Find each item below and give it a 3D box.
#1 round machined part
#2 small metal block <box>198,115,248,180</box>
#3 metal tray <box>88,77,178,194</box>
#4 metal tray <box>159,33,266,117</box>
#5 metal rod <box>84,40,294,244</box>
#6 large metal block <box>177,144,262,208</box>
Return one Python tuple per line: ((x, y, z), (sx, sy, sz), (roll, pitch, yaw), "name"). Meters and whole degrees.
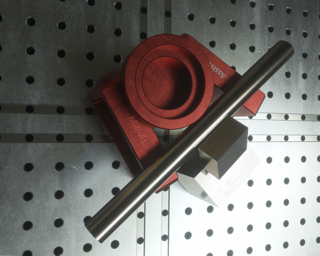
((0.005, -0.047, 0.333), (0.099, 0.042, 0.097), (0, 90, -21), "round machined part")
((0.070, 0.023, 0.339), (0.025, 0.050, 0.050), (37, 73, 29), "small metal block")
((-0.035, 0.008, 0.366), (0.030, 0.090, 0.129), (-31, 101, -18), "metal tray")
((0.058, -0.061, 0.400), (0.130, 0.090, 0.030), (33, 80, -18), "metal tray")
((0.044, 0.003, 0.334), (0.301, 0.025, 0.025), (-42, 104, -15), "metal rod")
((0.069, 0.049, 0.407), (0.080, 0.080, 0.050), (-43, 104, -15), "large metal block")
